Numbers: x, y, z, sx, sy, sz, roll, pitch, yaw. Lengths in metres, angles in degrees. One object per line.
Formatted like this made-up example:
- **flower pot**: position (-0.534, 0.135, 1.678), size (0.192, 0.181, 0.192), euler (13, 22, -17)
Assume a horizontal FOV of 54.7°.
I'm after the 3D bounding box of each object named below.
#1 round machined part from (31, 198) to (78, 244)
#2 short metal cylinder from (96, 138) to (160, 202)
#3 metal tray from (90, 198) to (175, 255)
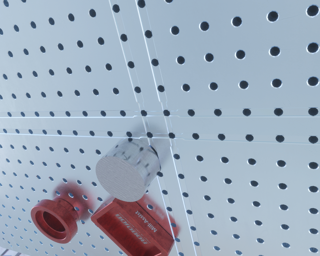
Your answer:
- **round machined part**: position (-0.205, 0.180, 0.620), size (0.098, 0.042, 0.097), euler (13, 124, 21)
- **short metal cylinder**: position (-0.047, 0.062, 0.458), size (0.080, 0.050, 0.079), euler (13, 124, 21)
- **metal tray**: position (-0.049, 0.179, 0.544), size (0.130, 0.030, 0.090), euler (45, 129, -4)
